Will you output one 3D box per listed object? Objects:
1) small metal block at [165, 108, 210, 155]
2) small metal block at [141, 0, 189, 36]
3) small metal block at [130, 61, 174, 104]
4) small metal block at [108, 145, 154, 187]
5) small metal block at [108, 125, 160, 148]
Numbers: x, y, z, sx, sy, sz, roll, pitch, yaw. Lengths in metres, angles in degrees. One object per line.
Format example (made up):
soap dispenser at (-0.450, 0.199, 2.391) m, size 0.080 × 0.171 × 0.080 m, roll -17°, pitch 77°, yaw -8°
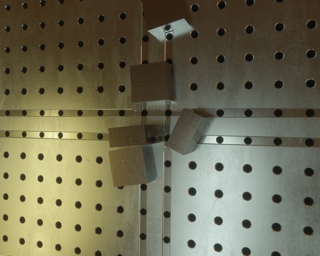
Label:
small metal block at (0.036, 0.004, 0.386) m, size 0.025 × 0.050 × 0.050 m, roll 28°, pitch 99°, yaw 17°
small metal block at (0.006, -0.156, 0.410) m, size 0.050 × 0.025 × 0.050 m, roll -13°, pitch 86°, yaw 19°
small metal block at (-0.011, -0.060, 0.416) m, size 0.050 × 0.025 × 0.050 m, roll -3°, pitch 89°, yaw 19°
small metal block at (-0.039, 0.052, 0.425) m, size 0.050 × 0.025 × 0.050 m, roll -10°, pitch 87°, yaw 19°
small metal block at (-0.033, 0.010, 0.410) m, size 0.050 × 0.050 × 0.025 m, roll -6°, pitch 88°, yaw 19°
